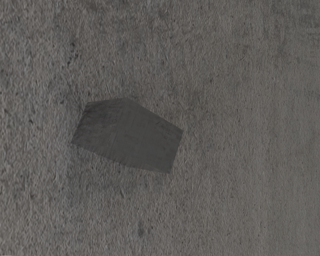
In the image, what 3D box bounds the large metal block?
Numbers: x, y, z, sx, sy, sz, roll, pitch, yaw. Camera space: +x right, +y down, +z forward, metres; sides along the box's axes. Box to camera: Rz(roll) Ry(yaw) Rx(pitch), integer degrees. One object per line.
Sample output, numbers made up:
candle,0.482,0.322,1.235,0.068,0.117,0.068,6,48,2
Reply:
large metal block,-0.036,0.010,0.338,0.080,0.080,0.050,29,72,-36
